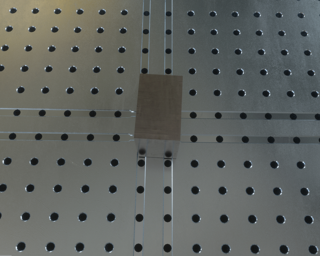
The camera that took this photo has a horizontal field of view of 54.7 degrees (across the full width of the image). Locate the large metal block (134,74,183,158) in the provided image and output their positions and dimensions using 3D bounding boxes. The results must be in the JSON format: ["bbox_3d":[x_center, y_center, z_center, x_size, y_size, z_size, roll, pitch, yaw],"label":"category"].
[{"bbox_3d":[-0.001,-0.012,0.386,0.050,0.080,0.080,3,70,1],"label":"large metal block"}]
